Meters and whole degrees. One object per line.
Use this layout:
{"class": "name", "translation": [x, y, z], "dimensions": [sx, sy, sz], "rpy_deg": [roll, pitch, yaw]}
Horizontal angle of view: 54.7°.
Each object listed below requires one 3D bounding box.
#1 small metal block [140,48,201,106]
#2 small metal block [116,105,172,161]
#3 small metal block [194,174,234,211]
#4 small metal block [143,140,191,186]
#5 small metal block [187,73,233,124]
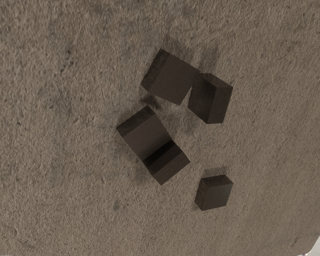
{"class": "small metal block", "translation": [0.013, -0.061, 0.377], "dimensions": [0.050, 0.025, 0.050], "rpy_deg": [20, 108, -36]}
{"class": "small metal block", "translation": [-0.020, 0.007, 0.402], "dimensions": [0.050, 0.025, 0.050], "rpy_deg": [-37, 130, -4]}
{"class": "small metal block", "translation": [0.091, 0.110, 0.527], "dimensions": [0.050, 0.025, 0.050], "rpy_deg": [-4, 121, -27]}
{"class": "small metal block", "translation": [0.005, 0.041, 0.420], "dimensions": [0.050, 0.050, 0.025], "rpy_deg": [-39, 130, -3]}
{"class": "small metal block", "translation": [0.064, -0.039, 0.403], "dimensions": [0.025, 0.050, 0.050], "rpy_deg": [-4, 120, -27]}
